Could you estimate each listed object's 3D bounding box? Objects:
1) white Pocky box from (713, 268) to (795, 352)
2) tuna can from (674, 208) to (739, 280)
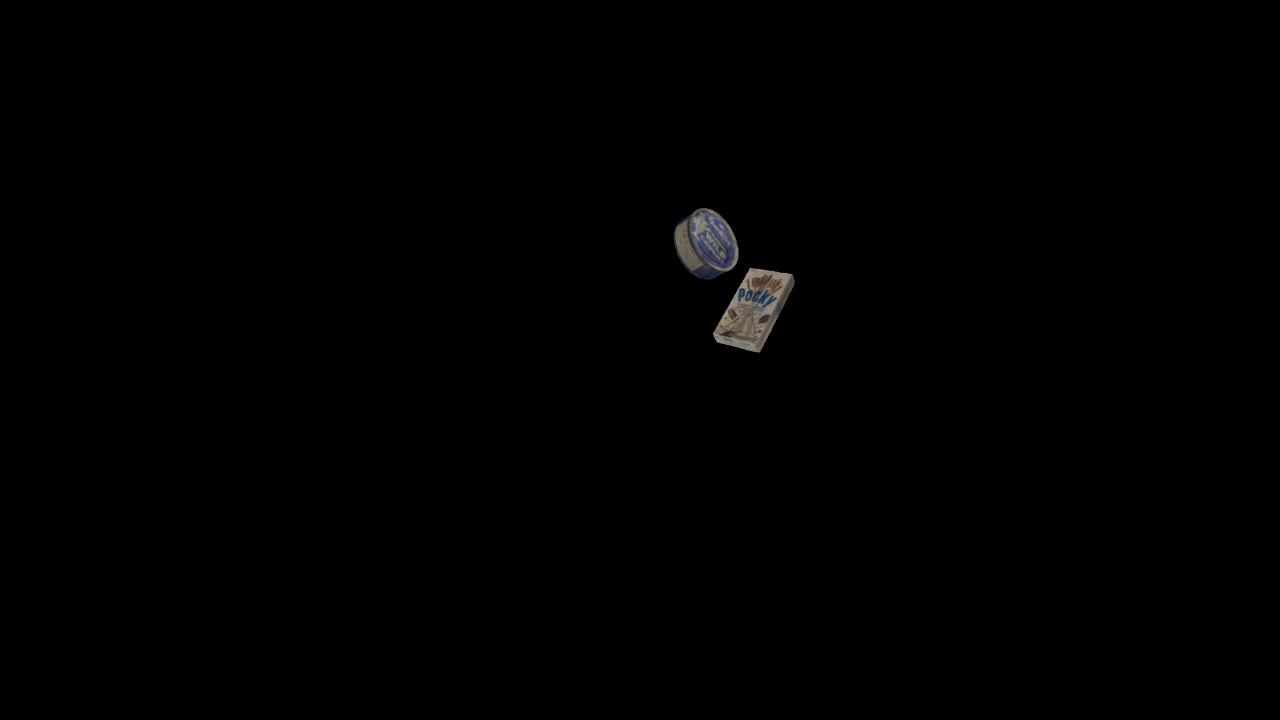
[{"bbox_3d":[0.194,-0.087,1.043,0.084,0.154,0.028,16,-26,34],"label":"white Pocky box"},{"bbox_3d":[0.082,-0.143,0.762,0.084,0.084,0.034,0,-17,-41],"label":"tuna can"}]
